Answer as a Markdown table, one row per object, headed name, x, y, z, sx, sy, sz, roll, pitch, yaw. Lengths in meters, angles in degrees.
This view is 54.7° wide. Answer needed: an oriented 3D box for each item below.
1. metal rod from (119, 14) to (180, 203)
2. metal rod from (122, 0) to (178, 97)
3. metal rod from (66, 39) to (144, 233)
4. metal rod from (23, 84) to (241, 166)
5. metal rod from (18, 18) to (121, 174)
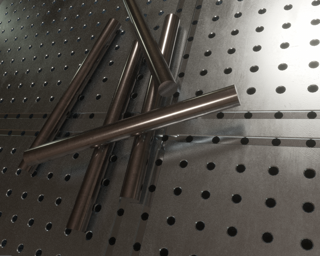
| name | x | y | z | sx | sy | sz | roll | pitch | yaw |
| --- | --- | --- | --- | --- | --- | --- | --- | --- | --- |
| metal rod | -0.008 | -0.045 | 0.438 | 0.025 | 0.025 | 0.299 | -2 | 61 | 27 |
| metal rod | -0.026 | -0.150 | 0.488 | 0.025 | 0.025 | 0.300 | -29 | 45 | 10 |
| metal rod | -0.068 | -0.005 | 0.445 | 0.025 | 0.025 | 0.300 | 1 | 62 | 28 |
| metal rod | -0.049 | 0.002 | 0.397 | 0.301 | 0.025 | 0.025 | -16 | 55 | 18 |
| metal rod | -0.144 | -0.063 | 0.519 | 0.025 | 0.025 | 0.300 | 13 | 68 | 33 |
